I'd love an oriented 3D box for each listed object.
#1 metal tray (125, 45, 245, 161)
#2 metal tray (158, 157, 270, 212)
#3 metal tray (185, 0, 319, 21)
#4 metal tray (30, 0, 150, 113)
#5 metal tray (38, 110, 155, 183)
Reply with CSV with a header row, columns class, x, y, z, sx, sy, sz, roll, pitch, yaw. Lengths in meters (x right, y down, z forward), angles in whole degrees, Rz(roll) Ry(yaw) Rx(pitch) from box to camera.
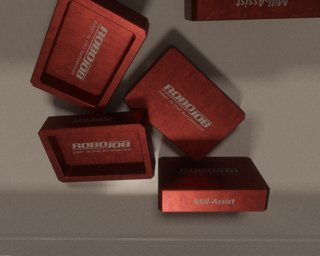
class,x,y,z,sx,sy,sz,roll,pitch,yaw
metal tray,0.032,-0.030,0.398,0.130,0.030,0.090,40,105,-14
metal tray,0.063,0.070,0.403,0.131,0.090,0.030,0,110,-1
metal tray,0.095,-0.132,0.329,0.131,0.090,0.030,-2,110,0
metal tray,-0.081,-0.083,0.347,0.090,0.030,0.129,25,128,-17
metal tray,-0.076,0.026,0.398,0.131,0.030,0.089,-3,126,6
